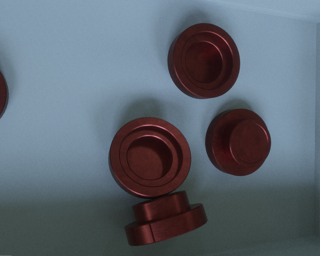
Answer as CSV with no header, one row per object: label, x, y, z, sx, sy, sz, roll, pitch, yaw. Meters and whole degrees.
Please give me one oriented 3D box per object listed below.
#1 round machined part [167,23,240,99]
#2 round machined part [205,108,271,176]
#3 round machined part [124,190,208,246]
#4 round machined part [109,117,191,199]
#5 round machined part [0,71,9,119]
round machined part,0.055,-0.088,0.422,0.099,0.042,0.097,0,90,-20
round machined part,0.119,0.021,0.445,0.099,0.042,0.097,0,90,-20
round machined part,0.004,0.105,0.375,0.099,0.098,0.042,-13,79,-20
round machined part,-0.015,0.039,0.385,0.099,0.042,0.098,5,68,-13
round machined part,-0.215,-0.038,0.322,0.099,0.042,0.097,0,90,-20
